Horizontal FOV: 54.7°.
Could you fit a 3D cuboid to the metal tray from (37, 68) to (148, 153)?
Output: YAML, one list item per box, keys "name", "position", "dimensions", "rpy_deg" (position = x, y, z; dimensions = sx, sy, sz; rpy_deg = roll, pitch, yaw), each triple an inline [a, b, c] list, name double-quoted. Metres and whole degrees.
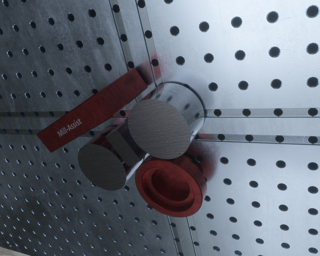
- name: "metal tray"
  position: [-0.087, -0.022, 0.396]
  dimensions: [0.130, 0.090, 0.030]
  rpy_deg: [-26, 104, 37]

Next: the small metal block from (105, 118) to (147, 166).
- name: "small metal block"
  position: [-0.037, 0.015, 0.418]
  dimensions: [0.025, 0.050, 0.050]
  rpy_deg: [-28, 103, 37]

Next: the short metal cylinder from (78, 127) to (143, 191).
- name: "short metal cylinder"
  position: [-0.072, 0.045, 0.456]
  dimensions: [0.080, 0.050, 0.079]
  rpy_deg: [13, 124, 21]

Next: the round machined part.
- name: "round machined part"
  position: [0.019, 0.073, 0.430]
  dimensions: [0.098, 0.042, 0.097]
  rpy_deg: [13, 124, 21]

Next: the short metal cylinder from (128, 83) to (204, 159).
- name: "short metal cylinder"
  position: [0.008, -0.009, 0.380]
  dimensions: [0.080, 0.050, 0.079]
  rpy_deg: [13, 124, 21]
